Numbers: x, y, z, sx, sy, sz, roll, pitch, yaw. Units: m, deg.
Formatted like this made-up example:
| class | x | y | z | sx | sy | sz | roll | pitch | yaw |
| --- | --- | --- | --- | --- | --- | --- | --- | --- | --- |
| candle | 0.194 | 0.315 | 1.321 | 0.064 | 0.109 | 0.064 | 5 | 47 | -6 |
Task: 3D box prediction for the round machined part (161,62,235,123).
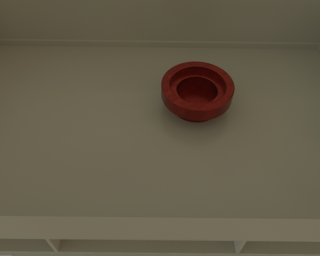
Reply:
| class | x | y | z | sx | sy | sz | roll | pitch | yaw |
| --- | --- | --- | --- | --- | --- | --- | --- | --- | --- |
| round machined part | 0.051 | -0.046 | 0.433 | 0.099 | 0.042 | 0.098 | 0 | 50 | 0 |
